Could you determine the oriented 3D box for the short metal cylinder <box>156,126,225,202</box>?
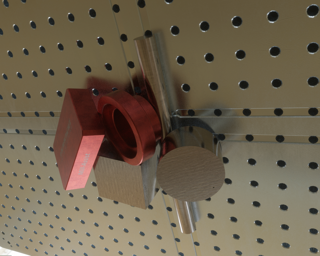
[{"bbox_3d":[0.038,0.044,0.385,0.080,0.050,0.079,2,117,4],"label":"short metal cylinder"}]

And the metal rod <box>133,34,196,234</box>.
[{"bbox_3d":[0.013,0.026,0.421,0.025,0.025,0.298,1,119,28],"label":"metal rod"}]

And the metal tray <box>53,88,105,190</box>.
[{"bbox_3d":[-0.123,0.018,0.452,0.090,0.030,0.129,61,139,35],"label":"metal tray"}]

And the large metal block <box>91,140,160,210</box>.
[{"bbox_3d":[-0.049,0.065,0.461,0.080,0.050,0.079,10,123,23],"label":"large metal block"}]

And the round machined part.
[{"bbox_3d":[-0.036,-0.004,0.400,0.098,0.042,0.097,36,142,36],"label":"round machined part"}]
